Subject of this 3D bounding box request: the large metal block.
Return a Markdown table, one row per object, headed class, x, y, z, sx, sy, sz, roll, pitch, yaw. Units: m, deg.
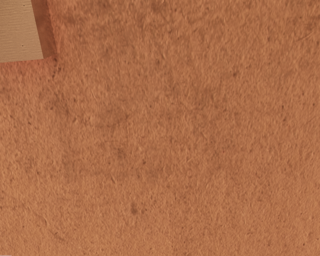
| class | x | y | z | sx | sy | sz | roll | pitch | yaw |
| --- | --- | --- | --- | --- | --- | --- | --- | --- | --- |
| large metal block | -0.172 | -0.118 | 0.350 | 0.080 | 0.050 | 0.079 | -5 | 110 | 1 |
